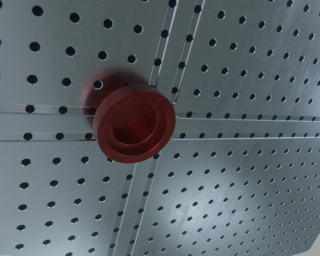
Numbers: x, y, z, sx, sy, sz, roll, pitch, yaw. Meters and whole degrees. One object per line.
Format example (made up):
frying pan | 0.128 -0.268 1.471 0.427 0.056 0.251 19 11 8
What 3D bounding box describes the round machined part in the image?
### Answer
round machined part | -0.034 -0.008 0.378 0.099 0.042 0.097 -14 125 -21
